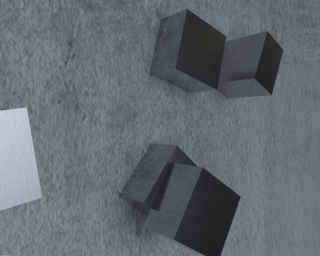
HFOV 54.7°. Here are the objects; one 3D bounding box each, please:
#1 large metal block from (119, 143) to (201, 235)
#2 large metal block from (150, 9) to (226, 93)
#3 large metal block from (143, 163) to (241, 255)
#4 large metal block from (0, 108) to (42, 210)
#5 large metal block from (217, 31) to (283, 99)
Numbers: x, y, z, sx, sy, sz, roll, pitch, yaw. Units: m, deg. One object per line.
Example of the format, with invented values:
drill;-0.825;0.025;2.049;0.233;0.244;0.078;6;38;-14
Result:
large metal block;0.009;0.076;0.398;0.080;0.050;0.080;46;62;-30
large metal block;0.040;-0.101;0.424;0.080;0.050;0.080;18;78;-39
large metal block;0.040;0.096;0.359;0.080;0.050;0.080;39;66;-33
large metal block;-0.155;0.028;0.260;0.081;0.050;0.079;-12;98;-40
large metal block;0.135;-0.095;0.485;0.050;0.080;0.080;31;71;-36
